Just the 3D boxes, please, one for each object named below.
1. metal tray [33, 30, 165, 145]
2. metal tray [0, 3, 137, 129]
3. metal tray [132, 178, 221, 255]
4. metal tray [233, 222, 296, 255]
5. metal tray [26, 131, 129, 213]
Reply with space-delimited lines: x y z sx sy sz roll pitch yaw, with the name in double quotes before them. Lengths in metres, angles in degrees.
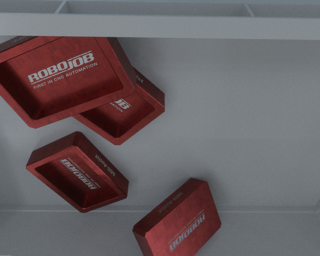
"metal tray" -0.069 -0.043 0.368 0.090 0.030 0.130 -37 122 27
"metal tray" -0.101 -0.057 0.315 0.130 0.030 0.090 -18 128 14
"metal tray" 0.030 0.146 0.457 0.030 0.131 0.090 4 120 50
"metal tray" 0.201 0.234 0.609 0.091 0.030 0.129 0 130 -1
"metal tray" -0.119 0.071 0.465 0.090 0.030 0.130 -23 127 18
